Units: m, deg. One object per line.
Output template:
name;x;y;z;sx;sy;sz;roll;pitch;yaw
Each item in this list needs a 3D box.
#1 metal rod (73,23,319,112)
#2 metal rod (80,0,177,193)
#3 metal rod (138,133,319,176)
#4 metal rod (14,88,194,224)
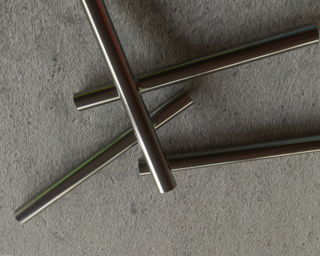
metal rod;0.039;-0.073;0.383;0.301;0.025;0.025;-15;110;5
metal rod;-0.044;-0.062;0.361;0.025;0.025;0.298;-20;100;7
metal rod;0.121;0.033;0.423;0.302;0.025;0.025;-8;110;2
metal rod;-0.083;0.044;0.424;0.300;0.025;0.025;-35;107;11
